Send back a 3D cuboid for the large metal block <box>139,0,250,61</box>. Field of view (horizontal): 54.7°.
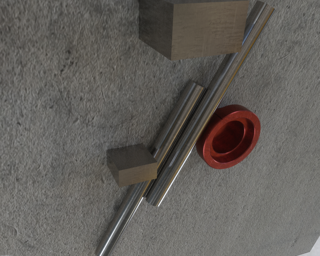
[{"bbox_3d":[0.030,-0.111,0.321,0.081,0.080,0.050,-12,124,-22],"label":"large metal block"}]

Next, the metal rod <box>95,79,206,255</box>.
[{"bbox_3d":[-0.020,0.069,0.439,0.025,0.025,0.298,17,109,-35],"label":"metal rod"}]

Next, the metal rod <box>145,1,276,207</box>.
[{"bbox_3d":[0.058,-0.020,0.410,0.025,0.025,0.298,17,110,-35],"label":"metal rod"}]

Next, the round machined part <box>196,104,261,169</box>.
[{"bbox_3d":[0.095,0.009,0.455,0.099,0.042,0.097,-14,125,-21],"label":"round machined part"}]

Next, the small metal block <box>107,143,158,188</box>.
[{"bbox_3d":[-0.037,0.047,0.400,0.050,0.050,0.025,-10,120,-23],"label":"small metal block"}]
